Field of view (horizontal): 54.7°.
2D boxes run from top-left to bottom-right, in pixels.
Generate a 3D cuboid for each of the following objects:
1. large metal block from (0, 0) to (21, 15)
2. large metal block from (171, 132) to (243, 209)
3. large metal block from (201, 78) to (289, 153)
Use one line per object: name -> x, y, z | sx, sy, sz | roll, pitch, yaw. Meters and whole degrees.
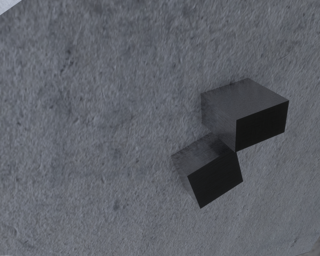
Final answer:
large metal block -> -0.136, -0.128, 0.218 | 0.050, 0.080, 0.080 | -38, 130, -3
large metal block -> 0.073, 0.063, 0.472 | 0.080, 0.050, 0.080 | -30, 129, -9
large metal block -> 0.112, -0.021, 0.422 | 0.081, 0.080, 0.050 | -19, 126, -17
